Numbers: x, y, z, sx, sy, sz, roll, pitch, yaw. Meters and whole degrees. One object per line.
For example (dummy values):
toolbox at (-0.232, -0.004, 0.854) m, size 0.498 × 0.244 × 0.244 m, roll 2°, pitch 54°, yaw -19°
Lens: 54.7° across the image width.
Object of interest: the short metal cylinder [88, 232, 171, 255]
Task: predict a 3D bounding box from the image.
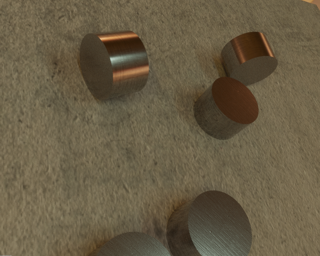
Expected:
short metal cylinder at (-0.031, 0.142, 0.285) m, size 0.081 × 0.050 × 0.080 m, roll 14°, pitch 56°, yaw -21°

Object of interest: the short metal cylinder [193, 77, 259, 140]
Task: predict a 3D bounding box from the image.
short metal cylinder at (0.097, -0.029, 0.460) m, size 0.081 × 0.050 × 0.080 m, roll 14°, pitch 56°, yaw -21°

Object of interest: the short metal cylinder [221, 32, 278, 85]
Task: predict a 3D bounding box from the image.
short metal cylinder at (0.149, -0.115, 0.521) m, size 0.081 × 0.080 × 0.050 m, roll 1°, pitch 62°, yaw -28°

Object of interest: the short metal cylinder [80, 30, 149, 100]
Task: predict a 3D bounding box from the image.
short metal cylinder at (-0.058, -0.079, 0.386) m, size 0.050 × 0.080 × 0.080 m, roll -19°, pitch 72°, yaw -36°

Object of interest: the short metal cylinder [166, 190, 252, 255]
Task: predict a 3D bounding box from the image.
short metal cylinder at (0.054, 0.117, 0.348) m, size 0.081 × 0.050 × 0.080 m, roll 14°, pitch 56°, yaw -21°
